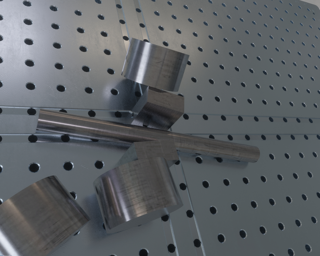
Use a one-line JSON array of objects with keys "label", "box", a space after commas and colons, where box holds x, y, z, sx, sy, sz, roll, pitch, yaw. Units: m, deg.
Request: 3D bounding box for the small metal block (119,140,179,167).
[{"label": "small metal block", "box": [-0.014, 0.037, 0.362, 0.050, 0.050, 0.025, -2, 63, -29]}]

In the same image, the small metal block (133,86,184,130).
[{"label": "small metal block", "box": [-0.002, -0.024, 0.406, 0.050, 0.050, 0.025, 16, 56, -20]}]

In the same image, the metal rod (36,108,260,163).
[{"label": "metal rod", "box": [0.003, 0.015, 0.400, 0.302, 0.025, 0.025, 10, 58, -23]}]

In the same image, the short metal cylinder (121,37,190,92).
[{"label": "short metal cylinder", "box": [-0.006, -0.085, 0.415, 0.080, 0.050, 0.080, 16, 14, -4]}]

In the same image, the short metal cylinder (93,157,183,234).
[{"label": "short metal cylinder", "box": [-0.023, 0.069, 0.319, 0.081, 0.080, 0.050, -8, 66, -32]}]

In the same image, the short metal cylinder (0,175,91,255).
[{"label": "short metal cylinder", "box": [-0.107, 0.086, 0.263, 0.050, 0.080, 0.081, 49, 51, 6]}]
